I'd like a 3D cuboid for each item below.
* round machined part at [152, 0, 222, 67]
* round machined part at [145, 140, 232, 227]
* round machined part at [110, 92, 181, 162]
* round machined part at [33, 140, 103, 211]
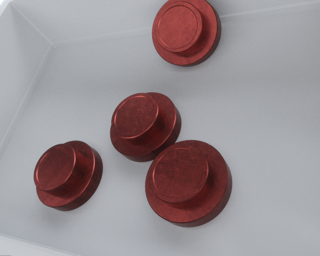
[{"bbox_3d":[0.032,-0.136,0.431,0.098,0.042,0.097,3,96,25],"label":"round machined part"},{"bbox_3d":[0.027,0.056,0.345,0.098,0.042,0.098,-13,56,20],"label":"round machined part"},{"bbox_3d":[-0.025,-0.008,0.411,0.098,0.042,0.098,-13,56,20],"label":"round machined part"},{"bbox_3d":[-0.132,0.060,0.425,0.098,0.042,0.098,-13,56,20],"label":"round machined part"}]
